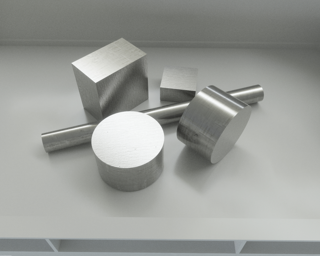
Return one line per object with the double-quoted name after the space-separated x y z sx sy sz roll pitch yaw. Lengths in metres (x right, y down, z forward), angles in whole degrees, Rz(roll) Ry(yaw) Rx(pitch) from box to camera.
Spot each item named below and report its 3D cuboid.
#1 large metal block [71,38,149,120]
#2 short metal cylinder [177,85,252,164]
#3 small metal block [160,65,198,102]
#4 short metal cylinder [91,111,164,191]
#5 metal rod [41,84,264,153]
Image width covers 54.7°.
-0.063 -0.062 0.420 0.080 0.080 0.050 -36 59 -26 "large metal block"
0.065 -0.004 0.372 0.050 0.080 0.080 35 58 25 "short metal cylinder"
0.029 -0.065 0.458 0.050 0.025 0.050 7 50 5 "small metal block"
-0.036 0.026 0.364 0.081 0.050 0.080 0 50 0 "short metal cylinder"
0.000 -0.016 0.417 0.302 0.025 0.025 -14 52 -12 "metal rod"
